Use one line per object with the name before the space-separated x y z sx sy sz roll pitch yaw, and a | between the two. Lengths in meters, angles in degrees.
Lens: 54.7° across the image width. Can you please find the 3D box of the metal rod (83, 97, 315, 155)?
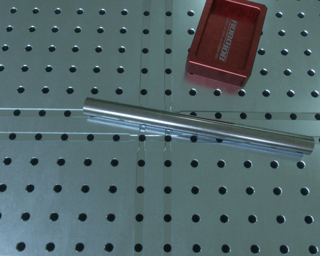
metal rod | 0.048 -0.003 0.413 0.302 0.025 0.025 10 70 3

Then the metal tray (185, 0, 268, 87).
metal tray | 0.099 -0.133 0.458 0.090 0.030 0.130 17 71 5
